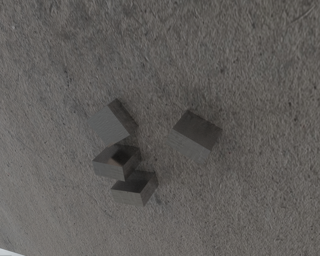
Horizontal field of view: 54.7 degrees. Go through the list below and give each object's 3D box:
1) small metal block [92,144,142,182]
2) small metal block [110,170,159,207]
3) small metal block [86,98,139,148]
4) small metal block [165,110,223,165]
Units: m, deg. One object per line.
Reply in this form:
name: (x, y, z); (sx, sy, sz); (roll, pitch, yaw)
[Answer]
small metal block: (-0.062, 0.049, 0.454); (0.050, 0.050, 0.025); (8, 122, 24)
small metal block: (-0.037, 0.089, 0.465); (0.050, 0.050, 0.025); (2, 119, 27)
small metal block: (-0.067, -0.007, 0.438); (0.050, 0.025, 0.050); (-29, 103, 37)
small metal block: (0.042, 0.010, 0.375); (0.050, 0.050, 0.025); (30, 128, 8)
